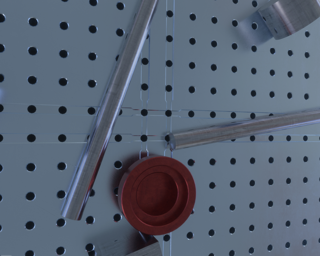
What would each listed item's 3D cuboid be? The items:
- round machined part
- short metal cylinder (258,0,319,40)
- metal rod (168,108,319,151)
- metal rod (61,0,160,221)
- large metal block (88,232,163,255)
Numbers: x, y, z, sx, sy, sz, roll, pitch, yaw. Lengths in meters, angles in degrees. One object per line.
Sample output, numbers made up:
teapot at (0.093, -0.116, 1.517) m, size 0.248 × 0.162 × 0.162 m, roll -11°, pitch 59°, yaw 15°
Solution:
round machined part at (-0.006, 0.084, 0.401) m, size 0.099 × 0.042 × 0.097 m, roll 0°, pitch 90°, yaw -20°
short metal cylinder at (0.193, -0.174, 0.454) m, size 0.080 × 0.080 × 0.050 m, roll -41°, pitch 103°, yaw -15°
metal rod at (0.157, -0.004, 0.470) m, size 0.302 × 0.025 × 0.025 m, roll -9°, pitch 93°, yaw -20°
metal rod at (-0.059, -0.034, 0.390) m, size 0.025 × 0.025 × 0.299 m, roll 21°, pitch 83°, yaw -19°
large metal block at (-0.036, 0.185, 0.386) m, size 0.081 × 0.050 × 0.080 m, roll -17°, pitch 96°, yaw -19°
